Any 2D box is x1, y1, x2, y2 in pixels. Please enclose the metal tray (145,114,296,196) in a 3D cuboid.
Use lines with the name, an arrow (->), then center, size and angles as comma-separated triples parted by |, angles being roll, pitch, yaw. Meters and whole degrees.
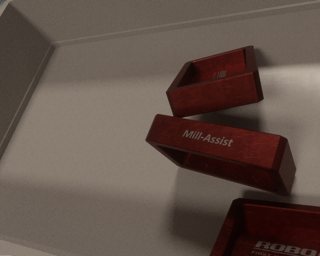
metal tray -> 0.062, 0.027, 0.313 | 0.130, 0.090, 0.030 | 12, 72, 32

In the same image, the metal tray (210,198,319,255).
metal tray -> 0.115, 0.100, 0.248 | 0.130, 0.030, 0.090 | 0, 23, 28

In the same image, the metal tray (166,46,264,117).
metal tray -> 0.066, -0.057, 0.355 | 0.090, 0.030, 0.130 | -11, 22, 19
